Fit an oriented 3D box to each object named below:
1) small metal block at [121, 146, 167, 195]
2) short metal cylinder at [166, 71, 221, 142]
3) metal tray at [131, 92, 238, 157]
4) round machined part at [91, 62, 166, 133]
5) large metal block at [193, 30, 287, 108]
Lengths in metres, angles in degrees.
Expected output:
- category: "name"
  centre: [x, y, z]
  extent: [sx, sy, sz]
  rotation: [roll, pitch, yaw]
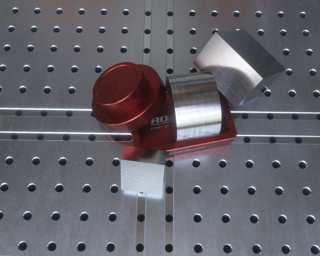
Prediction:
- category: "small metal block"
  centre: [-0.020, 0.051, 0.373]
  extent: [0.050, 0.050, 0.025]
  rotation: [7, 36, 3]
- category: "short metal cylinder"
  centre: [0.038, -0.026, 0.375]
  extent: [0.050, 0.080, 0.080]
  rotation: [-8, 70, -4]
- category: "metal tray"
  centre: [0.026, -0.013, 0.411]
  extent: [0.131, 0.030, 0.090]
  rotation: [-10, 70, -4]
- category: "round machined part"
  centre: [-0.046, -0.045, 0.395]
  extent: [0.098, 0.042, 0.098]
  rotation: [-13, 53, 19]
- category: "large metal block"
  centre: [0.105, -0.081, 0.404]
  extent: [0.081, 0.050, 0.080]
  rotation: [-23, 68, -47]
